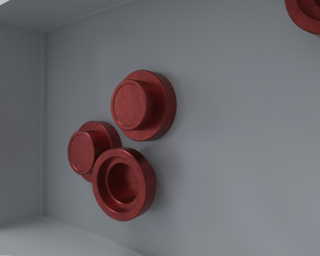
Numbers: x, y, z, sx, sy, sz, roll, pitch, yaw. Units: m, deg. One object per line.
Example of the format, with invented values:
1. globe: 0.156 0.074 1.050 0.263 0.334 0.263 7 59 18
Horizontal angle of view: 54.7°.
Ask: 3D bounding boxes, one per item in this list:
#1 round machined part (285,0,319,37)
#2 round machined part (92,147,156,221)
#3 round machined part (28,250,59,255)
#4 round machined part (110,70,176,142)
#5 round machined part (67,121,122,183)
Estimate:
1. round machined part: 0.159 -0.121 0.255 0.098 0.042 0.097 -8 80 53
2. round machined part: -0.045 0.075 0.429 0.098 0.042 0.097 2 94 35
3. round machined part: -0.206 0.273 0.569 0.098 0.042 0.097 0 90 40
4. round machined part: -0.029 -0.030 0.420 0.098 0.042 0.097 0 90 40
5. round machined part: -0.108 0.037 0.485 0.098 0.042 0.097 0 90 40
